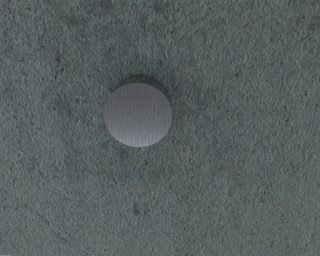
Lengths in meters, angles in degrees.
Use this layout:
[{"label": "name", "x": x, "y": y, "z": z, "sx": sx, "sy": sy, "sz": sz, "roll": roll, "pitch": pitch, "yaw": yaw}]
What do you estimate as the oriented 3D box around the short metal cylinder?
[{"label": "short metal cylinder", "x": -0.026, "y": -0.023, "z": 0.388, "sx": 0.080, "sy": 0.050, "sz": 0.079, "roll": 0, "pitch": 110, "yaw": 0}]
